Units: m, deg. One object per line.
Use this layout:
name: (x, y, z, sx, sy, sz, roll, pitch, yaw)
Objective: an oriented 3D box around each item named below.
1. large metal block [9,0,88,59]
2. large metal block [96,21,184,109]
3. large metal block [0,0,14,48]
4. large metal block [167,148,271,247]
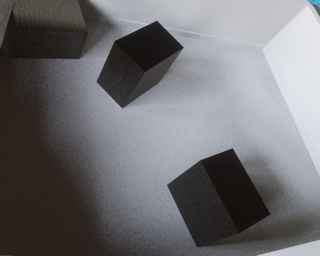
large metal block: (-0.146, -0.136, 0.394, 0.081, 0.050, 0.080, -7, 65, -31)
large metal block: (-0.027, -0.083, 0.406, 0.050, 0.080, 0.080, 46, 51, 4)
large metal block: (-0.210, -0.119, 0.323, 0.080, 0.050, 0.080, -11, 59, 14)
large metal block: (0.063, 0.081, 0.355, 0.050, 0.080, 0.080, -15, 70, -34)
